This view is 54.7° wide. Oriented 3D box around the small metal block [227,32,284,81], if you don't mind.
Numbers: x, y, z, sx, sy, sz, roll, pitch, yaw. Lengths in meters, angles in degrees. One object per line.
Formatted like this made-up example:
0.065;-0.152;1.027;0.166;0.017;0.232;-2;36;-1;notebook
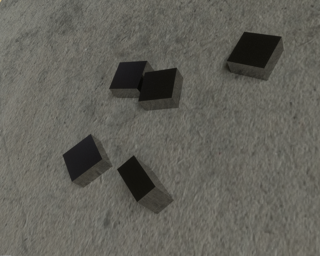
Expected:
0.122;-0.093;0.396;0.050;0.025;0.050;22;73;35;small metal block

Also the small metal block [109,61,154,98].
-0.042;-0.073;0.469;0.050;0.025;0.050;4;63;29;small metal block

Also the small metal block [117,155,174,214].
-0.016;0.065;0.355;0.025;0.050;0.050;-41;51;1;small metal block

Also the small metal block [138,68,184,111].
0.002;-0.054;0.435;0.050;0.025;0.050;-4;60;26;small metal block

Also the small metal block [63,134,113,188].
-0.101;0.045;0.427;0.050;0.025;0.050;-37;51;3;small metal block
